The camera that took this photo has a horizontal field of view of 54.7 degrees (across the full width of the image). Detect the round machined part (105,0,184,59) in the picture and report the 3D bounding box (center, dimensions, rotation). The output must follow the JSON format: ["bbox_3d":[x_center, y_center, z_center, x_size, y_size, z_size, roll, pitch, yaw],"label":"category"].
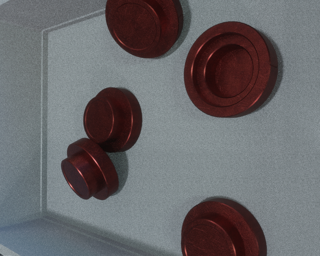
[{"bbox_3d":[-0.024,-0.131,0.383,0.098,0.042,0.097,12,129,15],"label":"round machined part"}]

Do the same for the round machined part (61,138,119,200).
[{"bbox_3d":[-0.110,0.067,0.462,0.098,0.042,0.097,27,134,33],"label":"round machined part"}]

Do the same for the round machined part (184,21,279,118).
[{"bbox_3d":[0.078,-0.059,0.332,0.098,0.042,0.097,0,90,40],"label":"round machined part"}]

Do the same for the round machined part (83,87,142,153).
[{"bbox_3d":[-0.076,-0.012,0.459,0.098,0.042,0.097,0,90,40],"label":"round machined part"}]

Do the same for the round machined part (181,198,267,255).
[{"bbox_3d":[0.063,0.131,0.344,0.098,0.042,0.097,0,90,40],"label":"round machined part"}]
